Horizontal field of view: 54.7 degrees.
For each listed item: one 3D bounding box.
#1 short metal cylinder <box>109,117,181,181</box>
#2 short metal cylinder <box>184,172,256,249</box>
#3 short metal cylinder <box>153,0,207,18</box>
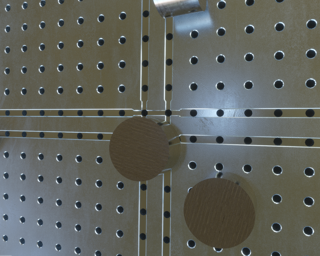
[{"bbox_3d":[-0.018,0.026,0.405,0.080,0.050,0.079,0,90,19],"label":"short metal cylinder"},{"bbox_3d":[0.074,0.096,0.373,0.080,0.050,0.079,0,90,19],"label":"short metal cylinder"},{"bbox_3d":[0.023,-0.178,0.375,0.050,0.080,0.079,-4,89,20],"label":"short metal cylinder"}]
